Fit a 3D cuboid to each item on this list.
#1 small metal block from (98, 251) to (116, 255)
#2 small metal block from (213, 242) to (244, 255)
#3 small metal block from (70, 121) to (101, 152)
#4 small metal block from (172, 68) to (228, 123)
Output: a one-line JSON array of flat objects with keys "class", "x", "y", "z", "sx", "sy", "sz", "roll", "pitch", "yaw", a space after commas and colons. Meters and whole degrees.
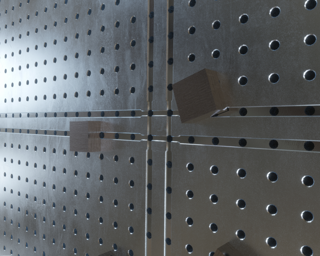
[{"class": "small metal block", "x": -0.076, "y": 0.227, "z": 0.474, "sx": 0.050, "sy": 0.025, "sz": 0.050, "roll": 28, "pitch": 108, "yaw": 36}, {"class": "small metal block", "x": 0.079, "y": 0.167, "z": 0.345, "sx": 0.050, "sy": 0.025, "sz": 0.050, "roll": 36, "pitch": 112, "yaw": 34}, {"class": "small metal block", "x": -0.124, "y": 0.014, "z": 0.514, "sx": 0.050, "sy": 0.025, "sz": 0.050, "roll": -1, "pitch": 90, "yaw": 40}, {"class": "small metal block", "x": 0.047, "y": -0.037, "z": 0.372, "sx": 0.050, "sy": 0.025, "sz": 0.050, "roll": -22, "pitch": 76, "yaw": 38}]
